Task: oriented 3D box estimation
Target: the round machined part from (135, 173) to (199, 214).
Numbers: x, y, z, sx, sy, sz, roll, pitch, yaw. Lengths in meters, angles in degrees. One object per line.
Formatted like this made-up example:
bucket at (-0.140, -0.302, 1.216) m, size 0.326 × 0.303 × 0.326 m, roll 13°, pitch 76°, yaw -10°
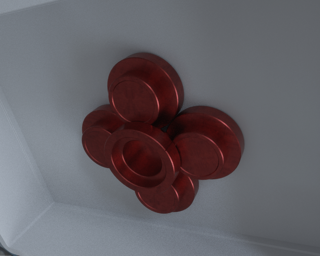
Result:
round machined part at (0.002, 0.083, 0.445) m, size 0.098 × 0.042 × 0.097 m, roll 12°, pitch 122°, yaw 20°

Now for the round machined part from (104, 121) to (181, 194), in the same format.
round machined part at (-0.019, 0.034, 0.399) m, size 0.098 × 0.042 × 0.097 m, roll 13°, pitch 124°, yaw 21°

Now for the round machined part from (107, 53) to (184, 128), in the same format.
round machined part at (-0.024, -0.039, 0.382) m, size 0.098 × 0.042 × 0.097 m, roll 13°, pitch 124°, yaw 21°

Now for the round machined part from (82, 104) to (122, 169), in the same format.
round machined part at (-0.072, 0.019, 0.444) m, size 0.098 × 0.042 × 0.097 m, roll 13°, pitch 124°, yaw 21°

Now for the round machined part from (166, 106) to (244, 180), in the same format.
round machined part at (0.051, 0.025, 0.384) m, size 0.098 × 0.042 × 0.097 m, roll 13°, pitch 124°, yaw 21°
